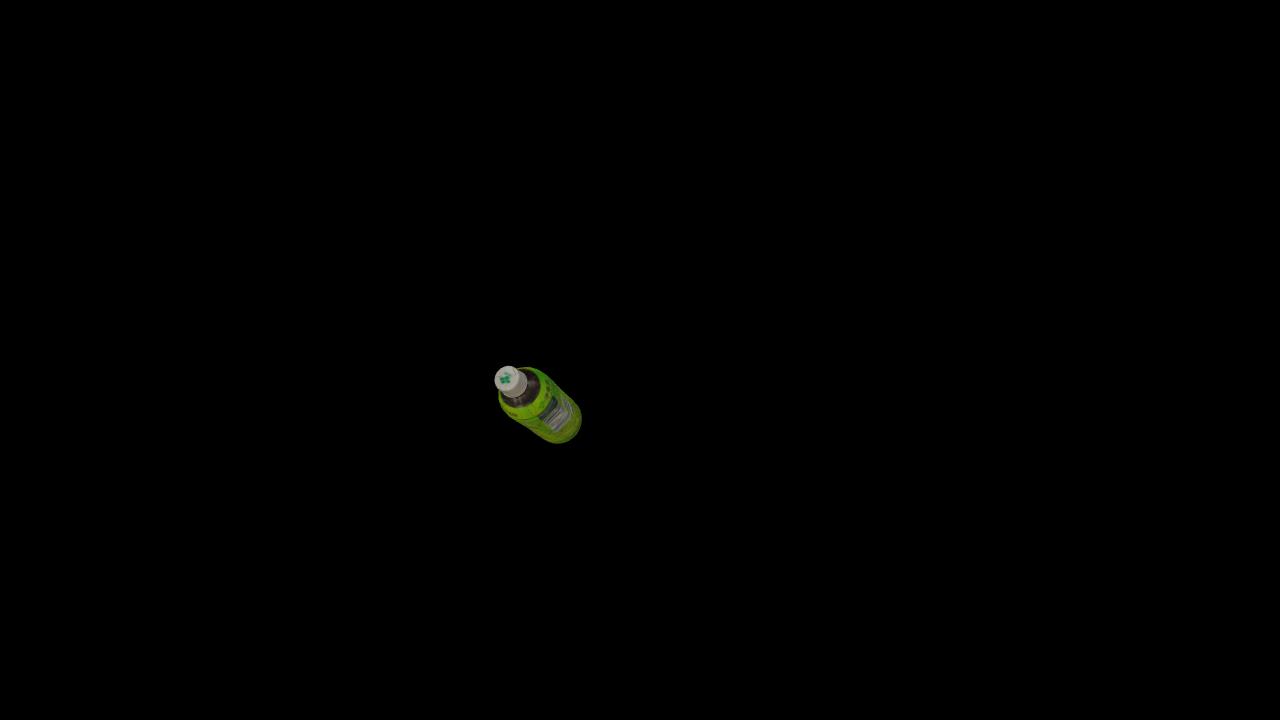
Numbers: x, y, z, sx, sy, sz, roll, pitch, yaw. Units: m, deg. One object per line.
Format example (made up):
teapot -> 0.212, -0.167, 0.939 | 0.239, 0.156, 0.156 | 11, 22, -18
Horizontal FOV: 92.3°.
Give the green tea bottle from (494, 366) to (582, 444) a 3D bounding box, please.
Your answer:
green tea bottle -> -0.131, 0.054, 0.789 | 0.073, 0.073, 0.212 | 0, -20, 8
